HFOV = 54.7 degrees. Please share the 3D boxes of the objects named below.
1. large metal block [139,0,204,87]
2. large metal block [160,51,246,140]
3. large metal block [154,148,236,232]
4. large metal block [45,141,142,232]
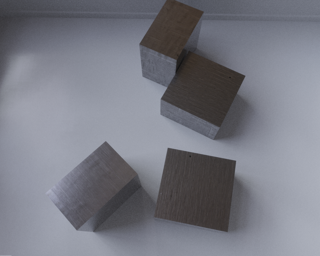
[{"bbox_3d":[0.015,-0.111,0.421,0.050,0.080,0.080,25,72,8],"label":"large metal block"},{"bbox_3d":[0.055,-0.043,0.413,0.080,0.050,0.080,26,72,9],"label":"large metal block"},{"bbox_3d":[0.041,0.075,0.369,0.080,0.050,0.080,11,70,3],"label":"large metal block"},{"bbox_3d":[-0.070,0.070,0.354,0.080,0.080,0.050,-42,76,-14],"label":"large metal block"}]
